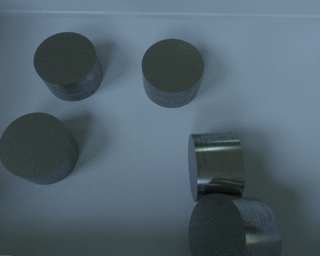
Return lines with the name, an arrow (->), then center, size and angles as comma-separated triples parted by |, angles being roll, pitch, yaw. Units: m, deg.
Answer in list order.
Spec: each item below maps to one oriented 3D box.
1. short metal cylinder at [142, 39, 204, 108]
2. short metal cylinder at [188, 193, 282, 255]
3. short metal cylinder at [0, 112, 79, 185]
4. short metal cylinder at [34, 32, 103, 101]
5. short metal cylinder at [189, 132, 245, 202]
short metal cylinder -> 0.017, -0.073, 0.423 | 0.081, 0.050, 0.080 | 0, 70, 0
short metal cylinder -> 0.074, 0.109, 0.315 | 0.050, 0.080, 0.080 | 14, 67, -31
short metal cylinder -> -0.147, 0.027, 0.385 | 0.081, 0.050, 0.080 | 0, 70, 0
short metal cylinder -> -0.123, -0.083, 0.425 | 0.081, 0.050, 0.080 | 0, 70, 0
short metal cylinder -> 0.063, 0.045, 0.365 | 0.050, 0.080, 0.080 | -3, 70, -1
